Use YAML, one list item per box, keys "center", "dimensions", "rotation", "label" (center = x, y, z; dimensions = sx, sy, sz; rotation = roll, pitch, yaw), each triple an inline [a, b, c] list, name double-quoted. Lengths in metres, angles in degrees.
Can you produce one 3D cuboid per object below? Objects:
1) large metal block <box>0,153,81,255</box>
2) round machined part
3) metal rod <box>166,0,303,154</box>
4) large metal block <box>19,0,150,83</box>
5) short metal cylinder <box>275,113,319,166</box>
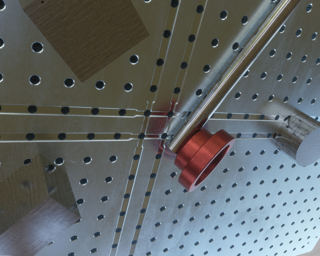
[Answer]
- center: [-0.146, 0.089, 0.351]
  dimensions: [0.080, 0.080, 0.050]
  rotation: [-39, 129, -2]
  label: "large metal block"
- center: [0.058, 0.040, 0.437]
  dimensions: [0.098, 0.042, 0.098]
  rotation: [-43, 160, -19]
  label: "round machined part"
- center: [0.109, -0.086, 0.416]
  dimensions: [0.025, 0.025, 0.299]
  rotation: [30, 102, -38]
  label: "metal rod"
- center: [-0.070, -0.104, 0.292]
  dimensions: [0.080, 0.050, 0.080]
  rotation: [-37, 129, -4]
  label: "large metal block"
- center: [0.252, 0.020, 0.545]
  dimensions: [0.081, 0.050, 0.079]
  rotation: [-14, 124, -21]
  label: "short metal cylinder"
